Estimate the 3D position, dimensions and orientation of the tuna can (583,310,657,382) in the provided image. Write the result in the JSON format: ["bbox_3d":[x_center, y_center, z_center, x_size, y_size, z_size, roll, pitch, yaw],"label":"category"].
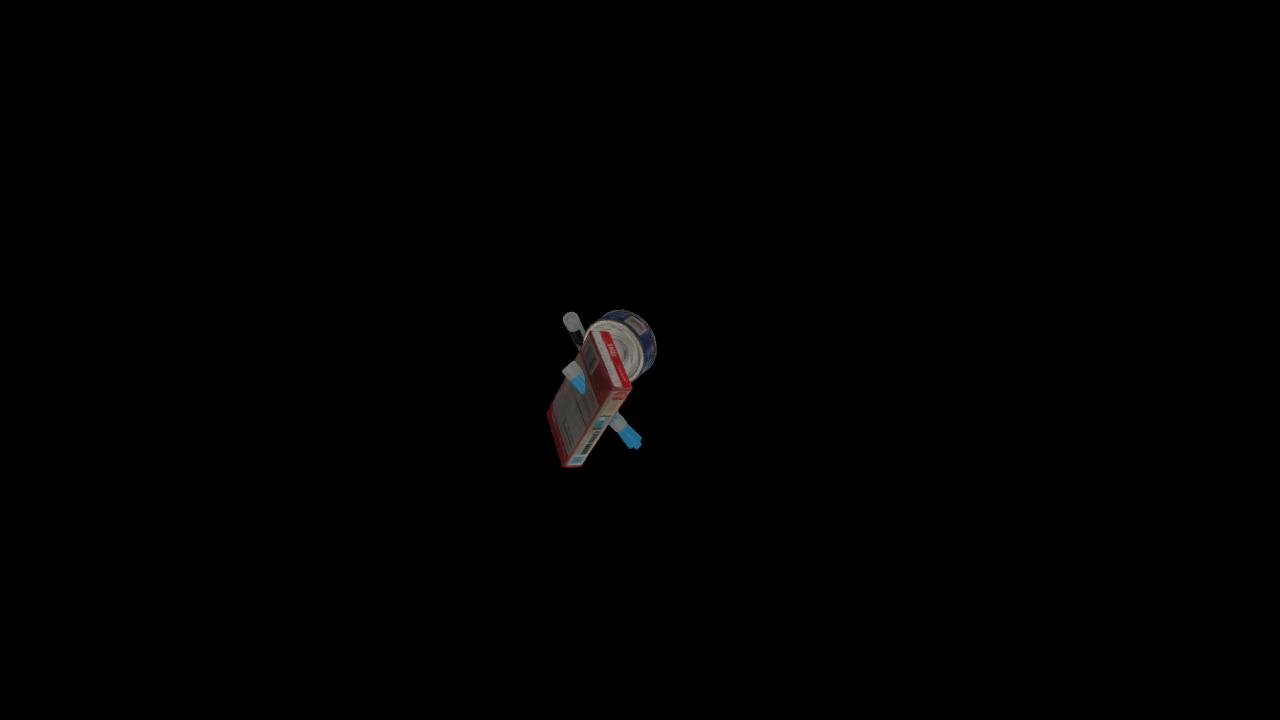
[{"bbox_3d":[-0.025,-0.014,0.721,0.084,0.084,0.034,0,22,28],"label":"tuna can"}]

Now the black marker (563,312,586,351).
[{"bbox_3d":[-0.068,-0.016,0.755,0.020,0.020,0.121,0,-32,14],"label":"black marker"}]

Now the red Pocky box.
[{"bbox_3d":[-0.061,0.047,0.696,0.028,0.083,0.155,0,-40,-32],"label":"red Pocky box"}]

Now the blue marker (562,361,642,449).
[{"bbox_3d":[-0.040,0.052,0.680,0.020,0.121,0.020,-40,6,5],"label":"blue marker"}]
